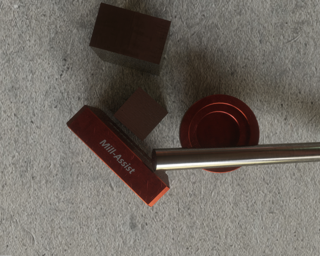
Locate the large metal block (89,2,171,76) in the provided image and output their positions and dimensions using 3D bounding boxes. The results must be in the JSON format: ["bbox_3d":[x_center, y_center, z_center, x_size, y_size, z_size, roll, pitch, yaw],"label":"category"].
[{"bbox_3d":[-0.033,-0.105,0.382,0.080,0.080,0.050,15,90,0],"label":"large metal block"}]

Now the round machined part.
[{"bbox_3d":[0.074,0.007,0.402,0.099,0.042,0.097,0,90,0],"label":"round machined part"}]

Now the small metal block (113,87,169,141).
[{"bbox_3d":[-0.024,-0.018,0.410,0.050,0.025,0.050,42,90,0],"label":"small metal block"}]

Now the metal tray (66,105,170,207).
[{"bbox_3d":[-0.045,0.030,0.377,0.130,0.090,0.030,45,90,0],"label":"metal tray"}]

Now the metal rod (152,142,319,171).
[{"bbox_3d":[0.140,0.031,0.375,0.302,0.025,0.025,-1,90,-15],"label":"metal rod"}]
